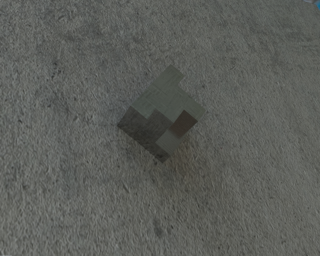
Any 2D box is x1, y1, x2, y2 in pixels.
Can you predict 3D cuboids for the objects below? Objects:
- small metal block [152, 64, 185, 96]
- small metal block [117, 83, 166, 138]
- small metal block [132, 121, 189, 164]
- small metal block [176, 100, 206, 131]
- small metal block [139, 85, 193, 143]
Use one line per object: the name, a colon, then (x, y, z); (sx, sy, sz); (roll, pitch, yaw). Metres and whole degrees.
small metal block: (0.002, -0.052, 0.423); (0.025, 0.050, 0.050); (40, 51, -2)
small metal block: (-0.023, -0.021, 0.391); (0.025, 0.050, 0.050); (40, 51, -2)
small metal block: (0.001, 0.009, 0.402); (0.050, 0.025, 0.050); (40, 51, -1)
small metal block: (0.025, -0.020, 0.416); (0.050, 0.050, 0.025); (40, 51, -2)
small metal block: (0.007, -0.017, 0.372); (0.025, 0.050, 0.050); (40, 51, -2)
